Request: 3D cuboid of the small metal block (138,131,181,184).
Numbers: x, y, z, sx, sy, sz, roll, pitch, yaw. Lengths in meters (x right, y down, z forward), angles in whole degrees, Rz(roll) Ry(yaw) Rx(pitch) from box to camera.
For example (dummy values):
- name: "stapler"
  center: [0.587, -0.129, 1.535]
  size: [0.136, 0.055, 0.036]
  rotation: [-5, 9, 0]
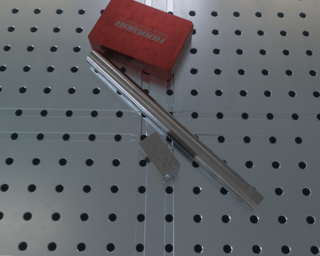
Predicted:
- name: "small metal block"
  center: [-0.001, 0.038, 0.385]
  size: [0.025, 0.050, 0.050]
  rotation: [-34, 74, -11]

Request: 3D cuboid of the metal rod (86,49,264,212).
- name: "metal rod"
  center: [0.011, -0.005, 0.413]
  size: [0.300, 0.025, 0.025]
  rotation: [43, 75, 14]

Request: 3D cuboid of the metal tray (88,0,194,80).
- name: "metal tray"
  center: [-0.027, -0.135, 0.458]
  size: [0.130, 0.030, 0.090]
  rotation: [23, 71, 8]
